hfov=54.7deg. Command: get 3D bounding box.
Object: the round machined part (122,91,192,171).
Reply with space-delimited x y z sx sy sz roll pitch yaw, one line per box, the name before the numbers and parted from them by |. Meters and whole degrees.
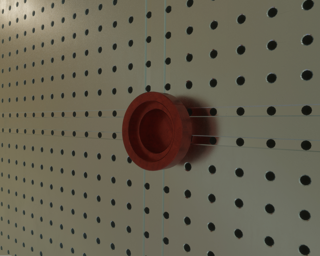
round machined part | 0.001 0.004 0.396 0.098 0.042 0.097 0 90 39
